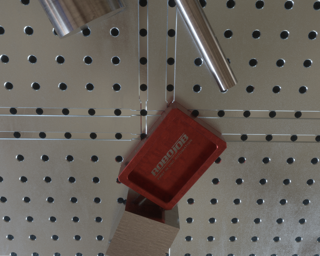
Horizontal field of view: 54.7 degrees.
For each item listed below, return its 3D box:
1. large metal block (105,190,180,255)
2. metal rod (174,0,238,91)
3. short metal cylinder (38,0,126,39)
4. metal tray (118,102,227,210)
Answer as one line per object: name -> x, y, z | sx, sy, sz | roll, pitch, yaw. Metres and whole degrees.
large metal block -> -0.025, 0.150, 0.455 | 0.080, 0.050, 0.079 | 21, 109, -8
metal rod -> 0.014, -0.176, 0.348 | 0.025, 0.025, 0.299 | -28, 108, 10
short metal cylinder -> -0.084, -0.137, 0.333 | 0.080, 0.080, 0.050 | -24, 109, 8
metal tray -> 0.015, 0.041, 0.425 | 0.090, 0.030, 0.129 | 35, 106, -12
